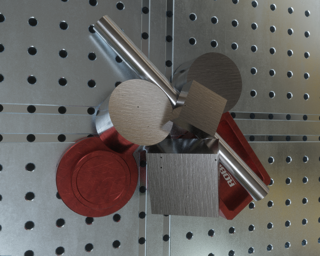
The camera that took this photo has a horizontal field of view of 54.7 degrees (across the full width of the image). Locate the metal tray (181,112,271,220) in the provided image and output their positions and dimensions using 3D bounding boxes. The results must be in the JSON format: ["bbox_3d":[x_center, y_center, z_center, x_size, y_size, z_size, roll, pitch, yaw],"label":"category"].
[{"bbox_3d":[0.089,0.052,0.439,0.090,0.030,0.130,-38,102,-16],"label":"metal tray"}]

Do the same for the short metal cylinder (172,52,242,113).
[{"bbox_3d":[0.062,-0.057,0.419,0.081,0.050,0.079,0,90,-20],"label":"short metal cylinder"}]

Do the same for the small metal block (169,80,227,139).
[{"bbox_3d":[0.046,-0.021,0.370,0.050,0.025,0.050,28,73,-18],"label":"small metal block"}]

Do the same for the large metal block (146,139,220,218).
[{"bbox_3d":[0.031,0.059,0.379,0.080,0.050,0.079,0,107,13],"label":"large metal block"}]

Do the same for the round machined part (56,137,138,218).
[{"bbox_3d":[-0.073,0.059,0.372,0.099,0.042,0.097,0,90,-20],"label":"round machined part"}]

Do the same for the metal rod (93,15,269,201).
[{"bbox_3d":[0.030,-0.022,0.394,0.300,0.025,0.025,46,75,-5],"label":"metal rod"}]

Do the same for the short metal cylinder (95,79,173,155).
[{"bbox_3d":[-0.031,-0.012,0.372,0.081,0.050,0.080,9,70,-26],"label":"short metal cylinder"}]
